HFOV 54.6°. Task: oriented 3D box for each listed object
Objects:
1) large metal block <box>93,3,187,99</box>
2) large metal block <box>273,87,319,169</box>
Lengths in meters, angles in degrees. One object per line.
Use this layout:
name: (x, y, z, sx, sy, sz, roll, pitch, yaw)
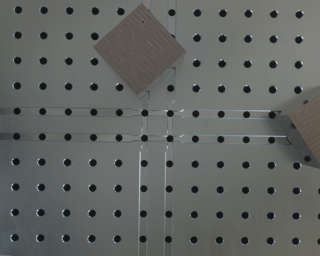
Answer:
large metal block: (-0.025, -0.096, 0.401, 0.080, 0.050, 0.080, -42, 90, 0)
large metal block: (0.211, -0.004, 0.402, 0.080, 0.050, 0.080, -33, 90, 0)
